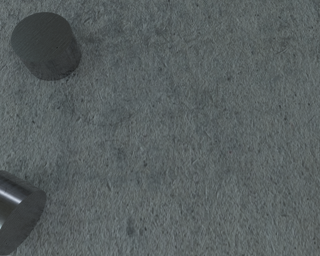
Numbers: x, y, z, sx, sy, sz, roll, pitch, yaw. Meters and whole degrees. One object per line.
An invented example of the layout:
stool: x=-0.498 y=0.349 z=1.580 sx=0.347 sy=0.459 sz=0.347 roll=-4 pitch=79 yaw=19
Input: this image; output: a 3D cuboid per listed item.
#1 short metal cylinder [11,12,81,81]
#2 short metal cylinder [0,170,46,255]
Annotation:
short metal cylinder: x=-0.157 y=-0.114 z=0.435 sx=0.081 sy=0.050 sz=0.080 roll=0 pitch=70 yaw=0
short metal cylinder: x=-0.174 y=0.094 z=0.343 sx=0.050 sy=0.080 sz=0.080 roll=26 pitch=72 yaw=9
